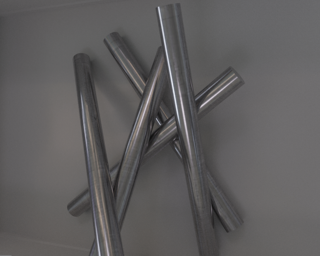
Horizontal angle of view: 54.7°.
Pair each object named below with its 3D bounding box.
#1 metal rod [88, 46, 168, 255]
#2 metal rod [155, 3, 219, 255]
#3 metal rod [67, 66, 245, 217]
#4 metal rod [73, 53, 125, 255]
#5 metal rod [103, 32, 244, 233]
[{"bbox_3d":[-0.032,0.035,0.362,0.025,0.025,0.299,10,71,20],"label":"metal rod"},{"bbox_3d":[0.035,0.020,0.348,0.025,0.025,0.298,-5,107,20],"label":"metal rod"},{"bbox_3d":[-0.021,0.031,0.396,0.299,0.025,0.025,-40,77,23],"label":"metal rod"},{"bbox_3d":[-0.079,0.017,0.368,0.025,0.025,0.299,-30,53,17],"label":"metal rod"},{"bbox_3d":[0.012,-0.003,0.406,0.025,0.025,0.299,-36,79,16],"label":"metal rod"}]
